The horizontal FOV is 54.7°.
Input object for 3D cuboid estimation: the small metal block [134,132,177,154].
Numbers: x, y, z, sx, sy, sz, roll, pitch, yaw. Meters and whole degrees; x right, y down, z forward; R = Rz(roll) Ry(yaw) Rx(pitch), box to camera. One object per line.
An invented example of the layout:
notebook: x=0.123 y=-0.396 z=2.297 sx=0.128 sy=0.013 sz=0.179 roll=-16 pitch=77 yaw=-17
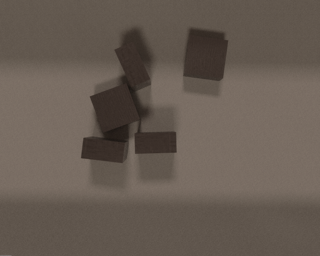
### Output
small metal block: x=-0.005 y=0.018 z=0.399 sx=0.050 sy=0.050 sz=0.025 roll=-2 pitch=90 yaw=-1

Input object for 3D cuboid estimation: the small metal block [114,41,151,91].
small metal block: x=-0.034 y=-0.077 z=0.398 sx=0.025 sy=0.050 sz=0.050 roll=-24 pitch=90 yaw=0

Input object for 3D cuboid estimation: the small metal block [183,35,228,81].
small metal block: x=0.060 y=-0.092 z=0.412 sx=0.050 sy=0.025 sz=0.050 roll=8 pitch=90 yaw=-1

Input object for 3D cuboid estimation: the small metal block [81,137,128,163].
small metal block: x=-0.069 y=0.027 z=0.398 sx=0.050 sy=0.050 sz=0.025 roll=7 pitch=90 yaw=-1

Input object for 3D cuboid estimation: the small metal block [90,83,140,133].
small metal block: x=-0.058 y=-0.026 z=0.411 sx=0.050 sy=0.025 sz=0.050 roll=-20 pitch=90 yaw=-1
